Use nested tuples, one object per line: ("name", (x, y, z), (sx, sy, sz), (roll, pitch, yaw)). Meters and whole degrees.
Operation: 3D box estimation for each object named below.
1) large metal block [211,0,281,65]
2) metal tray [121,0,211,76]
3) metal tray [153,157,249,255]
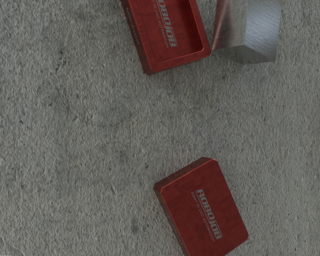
("large metal block", (0.120, -0.138, 0.425), (0.081, 0.050, 0.080), (9, 87, -43))
("metal tray", (0.005, -0.144, 0.407), (0.091, 0.030, 0.129), (-20, 97, -19))
("metal tray", (0.058, 0.117, 0.428), (0.091, 0.030, 0.129), (-27, 99, -18))
